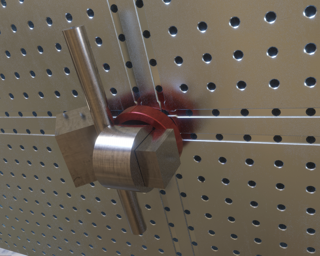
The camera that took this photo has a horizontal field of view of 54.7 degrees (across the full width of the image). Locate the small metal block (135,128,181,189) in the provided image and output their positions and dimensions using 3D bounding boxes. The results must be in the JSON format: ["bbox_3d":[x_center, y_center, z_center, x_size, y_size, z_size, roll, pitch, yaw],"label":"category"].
[{"bbox_3d":[-0.001,0.034,0.361,0.025,0.050,0.050,1,119,27],"label":"small metal block"}]

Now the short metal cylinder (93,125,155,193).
[{"bbox_3d":[-0.036,0.036,0.376,0.050,0.080,0.079,1,119,27],"label":"short metal cylinder"}]

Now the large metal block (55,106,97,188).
[{"bbox_3d":[-0.108,0.023,0.437,0.050,0.080,0.079,-18,116,-9],"label":"large metal block"}]

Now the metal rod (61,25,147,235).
[{"bbox_3d":[-0.064,0.021,0.402,0.025,0.025,0.298,1,119,27],"label":"metal rod"}]

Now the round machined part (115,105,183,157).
[{"bbox_3d":[-0.015,0.013,0.413,0.098,0.042,0.097,13,124,20],"label":"round machined part"}]
